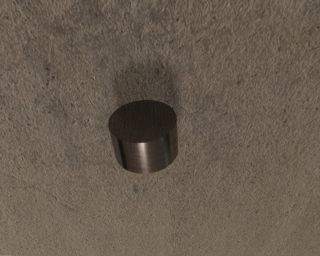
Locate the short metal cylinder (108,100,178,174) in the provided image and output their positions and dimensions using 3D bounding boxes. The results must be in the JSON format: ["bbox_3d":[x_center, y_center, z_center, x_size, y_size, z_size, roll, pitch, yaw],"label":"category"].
[{"bbox_3d":[-0.019,0.009,0.379,0.080,0.080,0.050,-3,130,2],"label":"short metal cylinder"}]
